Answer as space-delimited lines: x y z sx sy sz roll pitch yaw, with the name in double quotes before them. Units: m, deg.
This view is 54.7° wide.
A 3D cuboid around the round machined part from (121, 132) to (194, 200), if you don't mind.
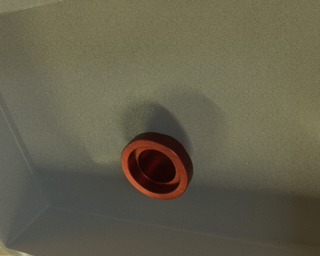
"round machined part" 0.000 0.047 0.426 0.098 0.042 0.097 13 124 20
